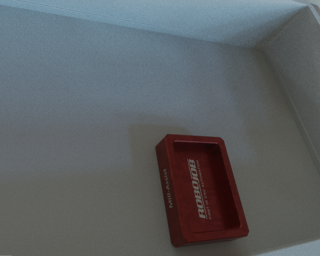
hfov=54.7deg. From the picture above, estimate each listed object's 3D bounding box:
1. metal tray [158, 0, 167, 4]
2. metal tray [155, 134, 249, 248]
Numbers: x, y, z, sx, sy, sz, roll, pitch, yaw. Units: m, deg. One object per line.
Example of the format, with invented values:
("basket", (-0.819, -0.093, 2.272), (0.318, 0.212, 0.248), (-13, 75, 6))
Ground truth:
("metal tray", (0.007, -0.272, 0.509), (0.030, 0.090, 0.130), (25, 30, -36))
("metal tray", (0.050, 0.073, 0.383), (0.091, 0.030, 0.130), (4, 60, -26))
